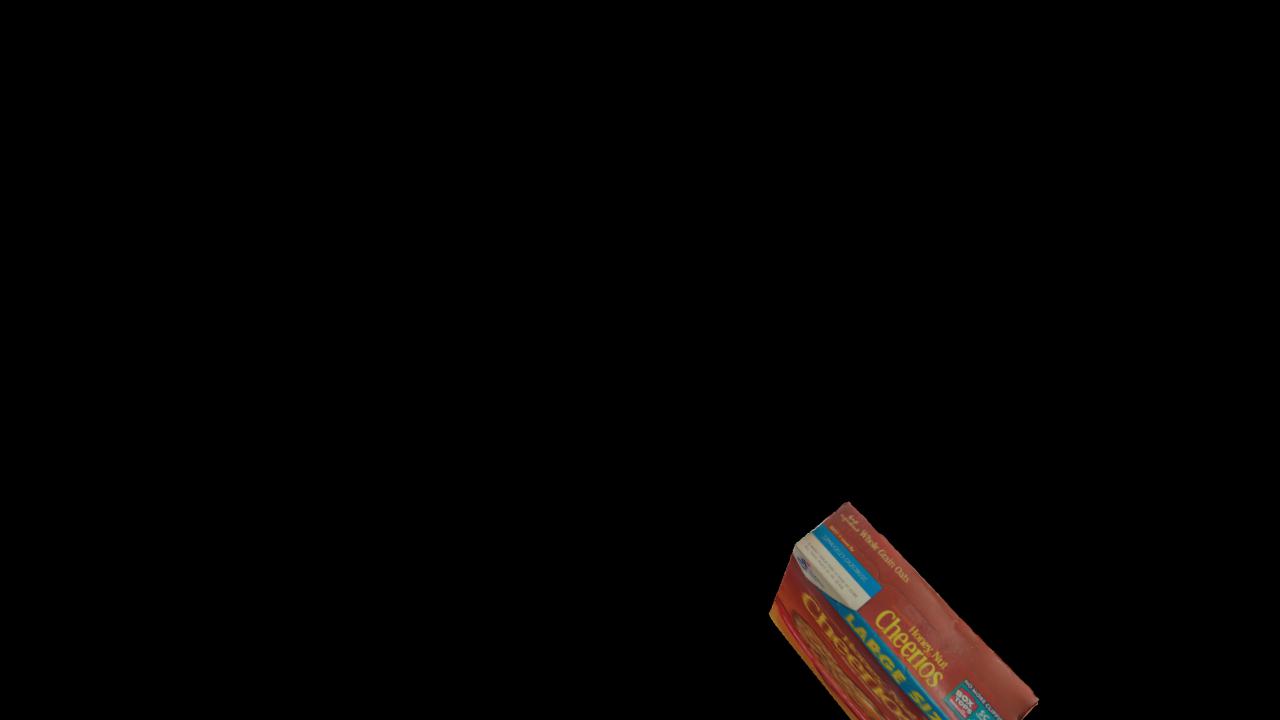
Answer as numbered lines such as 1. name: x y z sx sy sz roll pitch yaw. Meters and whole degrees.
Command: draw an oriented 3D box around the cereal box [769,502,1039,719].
1. cereal box: 0.234 0.292 0.630 0.081 0.203 0.306 -33 -30 -14
